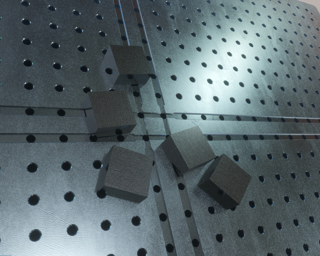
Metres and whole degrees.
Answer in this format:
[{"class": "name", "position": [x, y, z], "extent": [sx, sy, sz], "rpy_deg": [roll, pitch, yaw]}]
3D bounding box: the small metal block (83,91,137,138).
[{"class": "small metal block", "position": [-0.063, -0.018, 0.387], "extent": [0.050, 0.025, 0.050], "rpy_deg": [-6, 65, -31]}]

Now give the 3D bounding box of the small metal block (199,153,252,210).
[{"class": "small metal block", "position": [0.088, 0.071, 0.414], "extent": [0.050, 0.025, 0.050], "rpy_deg": [41, 51, -1]}]

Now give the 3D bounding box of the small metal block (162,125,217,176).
[{"class": "small metal block", "position": [0.039, 0.029, 0.413], "extent": [0.050, 0.025, 0.050], "rpy_deg": [-17, 71, -35]}]

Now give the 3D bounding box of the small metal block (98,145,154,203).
[{"class": "small metal block", "position": [-0.038, 0.053, 0.356], "extent": [0.050, 0.025, 0.050], "rpy_deg": [20, 54, -17]}]

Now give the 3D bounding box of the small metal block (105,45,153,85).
[{"class": "small metal block", "position": [-0.045, -0.090, 0.440], "extent": [0.050, 0.025, 0.050], "rpy_deg": [-6, 65, -31]}]
